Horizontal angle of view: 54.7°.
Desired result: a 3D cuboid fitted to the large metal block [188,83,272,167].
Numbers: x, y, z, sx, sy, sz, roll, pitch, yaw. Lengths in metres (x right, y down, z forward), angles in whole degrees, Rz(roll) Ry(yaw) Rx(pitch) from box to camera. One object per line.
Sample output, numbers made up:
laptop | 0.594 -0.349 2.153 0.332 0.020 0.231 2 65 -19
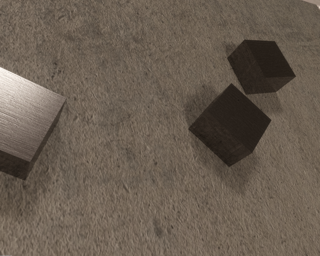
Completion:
large metal block | 0.102 -0.005 0.448 0.080 0.050 0.080 43 51 1

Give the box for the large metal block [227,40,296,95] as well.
large metal block | 0.181 -0.109 0.555 0.081 0.050 0.080 -8 66 -32

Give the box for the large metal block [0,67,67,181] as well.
large metal block | -0.153 -0.006 0.310 0.080 0.050 0.080 26 53 -13
